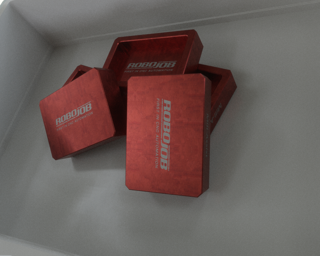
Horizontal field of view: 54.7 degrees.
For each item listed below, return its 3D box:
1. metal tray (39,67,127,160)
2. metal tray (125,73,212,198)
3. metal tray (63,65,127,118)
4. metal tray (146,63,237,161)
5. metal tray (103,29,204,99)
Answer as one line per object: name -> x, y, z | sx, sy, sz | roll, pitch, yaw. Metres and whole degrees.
metal tray -> -0.106, -0.016, 0.420 | 0.130, 0.030, 0.090 | -21, 82, 34
metal tray -> 0.009, 0.007, 0.349 | 0.090, 0.030, 0.129 | 2, 91, 22
metal tray -> -0.102, -0.043, 0.476 | 0.130, 0.030, 0.090 | 21, 73, 35
metal tray -> 0.029, -0.023, 0.398 | 0.090, 0.030, 0.130 | 21, 73, 35
metal tray -> -0.015, -0.084, 0.420 | 0.130, 0.030, 0.090 | 4, 63, 29
